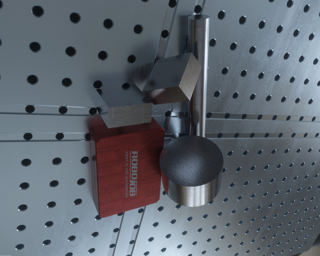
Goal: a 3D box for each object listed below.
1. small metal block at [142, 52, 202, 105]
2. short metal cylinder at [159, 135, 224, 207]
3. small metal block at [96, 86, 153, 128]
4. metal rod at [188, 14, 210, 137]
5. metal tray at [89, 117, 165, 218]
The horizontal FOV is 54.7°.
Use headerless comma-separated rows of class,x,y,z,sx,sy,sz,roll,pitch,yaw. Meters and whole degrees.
small metal block,0.014,-0.056,0.357,0.025,0.050,0.050,48,52,-40
short metal cylinder,0.042,0.056,0.409,0.081,0.080,0.050,-24,140,-15
small metal block,-0.042,-0.026,0.357,0.050,0.050,0.025,-9,123,-24
metal rod,0.052,-0.004,0.439,0.025,0.025,0.298,-17,125,-19
metal tray,-0.044,0.055,0.419,0.091,0.030,0.129,-11,123,-23
